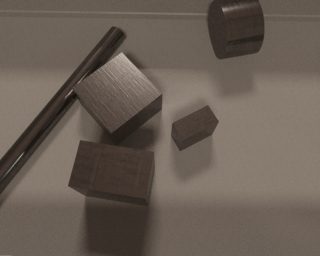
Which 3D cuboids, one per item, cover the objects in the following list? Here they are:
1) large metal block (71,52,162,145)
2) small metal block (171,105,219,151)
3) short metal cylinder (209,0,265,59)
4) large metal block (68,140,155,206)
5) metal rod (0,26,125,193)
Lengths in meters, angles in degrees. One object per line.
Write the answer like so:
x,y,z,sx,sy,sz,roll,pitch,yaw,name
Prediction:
-0.054,-0.038,0.410,0.080,0.050,0.080,-39,75,-13,large metal block
0.043,0.002,0.396,0.050,0.050,0.025,-27,73,-10,small metal block
0.104,-0.140,0.433,0.050,0.080,0.080,-11,71,-4,short metal cylinder
-0.050,0.056,0.360,0.080,0.080,0.050,9,70,3,large metal block
-0.143,-0.023,0.416,0.025,0.025,0.300,31,73,10,metal rod
